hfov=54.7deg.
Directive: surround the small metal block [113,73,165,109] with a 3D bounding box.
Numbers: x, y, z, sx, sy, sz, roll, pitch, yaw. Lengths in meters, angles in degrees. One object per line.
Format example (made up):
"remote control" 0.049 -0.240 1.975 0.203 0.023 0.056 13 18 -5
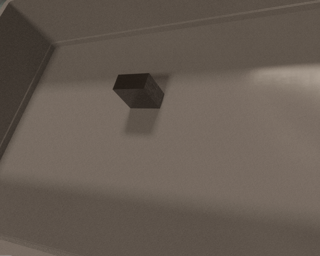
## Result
"small metal block" -0.029 -0.051 0.435 0.050 0.050 0.025 2 63 29
